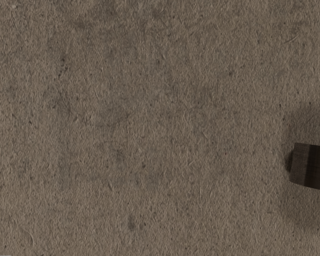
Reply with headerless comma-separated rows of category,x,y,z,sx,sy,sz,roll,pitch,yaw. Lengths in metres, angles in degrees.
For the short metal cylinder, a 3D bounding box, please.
short metal cylinder,0.207,0.049,0.385,0.081,0.080,0.050,8,90,-1
